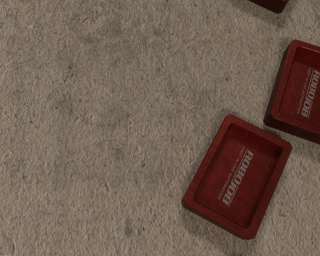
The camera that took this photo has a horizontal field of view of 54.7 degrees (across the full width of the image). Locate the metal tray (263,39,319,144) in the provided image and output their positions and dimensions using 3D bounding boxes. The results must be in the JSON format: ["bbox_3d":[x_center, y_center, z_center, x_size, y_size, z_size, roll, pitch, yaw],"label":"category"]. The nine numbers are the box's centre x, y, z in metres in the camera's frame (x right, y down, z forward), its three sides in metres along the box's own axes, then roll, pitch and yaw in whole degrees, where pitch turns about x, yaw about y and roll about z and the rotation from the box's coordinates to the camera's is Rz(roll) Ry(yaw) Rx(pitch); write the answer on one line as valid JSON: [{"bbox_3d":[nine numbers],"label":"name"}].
[{"bbox_3d":[0.206,-0.051,0.426,0.090,0.030,0.130,21,71,7],"label":"metal tray"}]

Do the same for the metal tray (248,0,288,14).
[{"bbox_3d":[0.185,-0.256,0.501,0.090,0.030,0.130,30,72,10],"label":"metal tray"}]

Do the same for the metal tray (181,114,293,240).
[{"bbox_3d":[0.095,0.058,0.385,0.090,0.030,0.130,28,72,9],"label":"metal tray"}]
